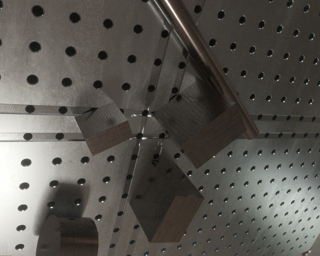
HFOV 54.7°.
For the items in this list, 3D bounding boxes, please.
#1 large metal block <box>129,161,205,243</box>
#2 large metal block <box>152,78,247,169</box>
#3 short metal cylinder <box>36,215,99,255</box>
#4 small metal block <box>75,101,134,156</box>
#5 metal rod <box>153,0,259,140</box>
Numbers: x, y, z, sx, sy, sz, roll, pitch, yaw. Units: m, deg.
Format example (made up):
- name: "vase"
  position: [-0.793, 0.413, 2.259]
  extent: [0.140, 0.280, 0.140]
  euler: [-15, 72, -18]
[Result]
- name: "large metal block"
  position: [0.006, 0.105, 0.446]
  extent: [0.050, 0.080, 0.079]
  euler: [13, 112, -34]
- name: "large metal block"
  position: [0.049, -0.008, 0.400]
  extent: [0.080, 0.080, 0.050]
  euler: [-38, 130, -3]
- name: "short metal cylinder"
  position: [-0.123, 0.157, 0.407]
  extent: [0.050, 0.080, 0.080]
  euler: [17, 109, -35]
- name: "small metal block"
  position: [-0.066, -0.001, 0.360]
  extent: [0.050, 0.050, 0.025]
  euler: [-25, 128, -14]
- name: "metal rod"
  position: [0.068, -0.075, 0.403]
  extent: [0.025, 0.025, 0.300]
  euler: [-43, 130, 1]
